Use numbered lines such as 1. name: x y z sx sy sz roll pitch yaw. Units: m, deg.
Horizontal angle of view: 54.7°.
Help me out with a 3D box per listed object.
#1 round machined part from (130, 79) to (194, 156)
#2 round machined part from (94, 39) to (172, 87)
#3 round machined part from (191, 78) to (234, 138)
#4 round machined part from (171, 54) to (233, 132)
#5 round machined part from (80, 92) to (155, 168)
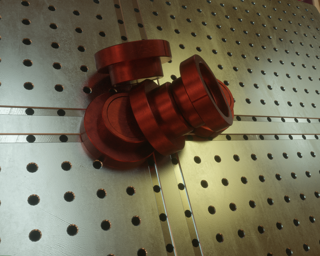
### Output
1. round machined part: 0.008 -0.018 0.384 0.098 0.042 0.098 53 21 -30
2. round machined part: -0.032 -0.080 0.401 0.099 0.098 0.042 -13 95 -34
3. round machined part: 0.070 -0.038 0.460 0.099 0.042 0.098 14 56 -21
4. round machined part: 0.050 -0.039 0.388 0.098 0.042 0.098 47 27 -34
5. round machined part: -0.043 -0.004 0.378 0.099 0.042 0.098 14 56 -21
